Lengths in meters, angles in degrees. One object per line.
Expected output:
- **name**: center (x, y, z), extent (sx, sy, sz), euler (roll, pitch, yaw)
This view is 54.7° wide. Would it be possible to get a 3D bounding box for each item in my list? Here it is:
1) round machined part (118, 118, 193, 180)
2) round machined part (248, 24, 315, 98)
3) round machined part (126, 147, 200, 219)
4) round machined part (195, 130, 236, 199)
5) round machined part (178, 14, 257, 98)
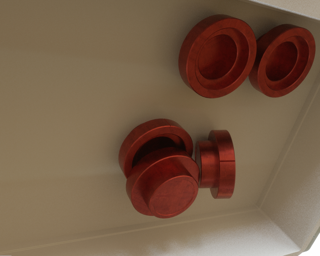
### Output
- **round machined part**: center (-0.009, 0.030, 0.413), extent (0.099, 0.042, 0.097), euler (-14, 124, -21)
- **round machined part**: center (0.162, -0.095, 0.430), extent (0.099, 0.042, 0.097), euler (-14, 125, -21)
- **round machined part**: center (0.010, 0.077, 0.398), extent (0.099, 0.042, 0.097), euler (-14, 125, -21)
- **round machined part**: center (0.075, 0.051, 0.442), extent (0.042, 0.098, 0.097), euler (-1, 122, -1)
- **round machined part**: center (0.066, -0.089, 0.380), extent (0.099, 0.042, 0.097), euler (-14, 124, -21)
